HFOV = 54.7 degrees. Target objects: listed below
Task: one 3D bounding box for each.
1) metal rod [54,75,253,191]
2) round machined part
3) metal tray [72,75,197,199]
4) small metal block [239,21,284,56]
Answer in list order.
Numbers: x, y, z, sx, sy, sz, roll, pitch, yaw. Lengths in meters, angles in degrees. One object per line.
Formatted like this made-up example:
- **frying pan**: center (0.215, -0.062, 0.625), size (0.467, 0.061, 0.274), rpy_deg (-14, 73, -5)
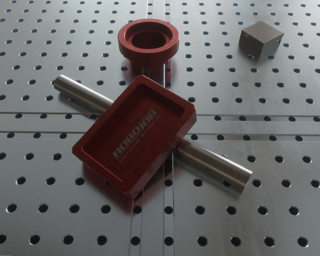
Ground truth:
- **metal rod**: center (-0.023, -0.003, 0.409), size (0.301, 0.025, 0.025), rpy_deg (27, 55, 20)
- **round machined part**: center (-0.018, -0.135, 0.510), size (0.099, 0.042, 0.098), rpy_deg (0, 50, 0)
- **metal tray**: center (-0.028, 0.007, 0.373), size (0.090, 0.030, 0.130), rpy_deg (33, 73, 22)
- **small metal block**: center (0.177, -0.158, 0.543), size (0.050, 0.025, 0.050), rpy_deg (-30, 56, -23)
